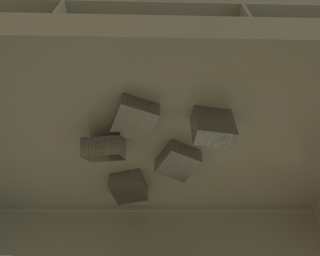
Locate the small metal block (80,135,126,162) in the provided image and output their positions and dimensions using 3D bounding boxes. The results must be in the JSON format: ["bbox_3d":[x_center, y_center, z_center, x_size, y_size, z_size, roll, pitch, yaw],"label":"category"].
[{"bbox_3d":[-0.075,0.029,0.417,0.050,0.025,0.050,-4,165,2],"label":"small metal block"}]

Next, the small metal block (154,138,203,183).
[{"bbox_3d":[0.026,0.048,0.451,0.050,0.025,0.050,22,127,-19],"label":"small metal block"}]

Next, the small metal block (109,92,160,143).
[{"bbox_3d":[-0.033,-0.012,0.398,0.050,0.025,0.050,16,128,-14],"label":"small metal block"}]

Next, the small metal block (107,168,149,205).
[{"bbox_3d":[-0.049,0.093,0.488,0.050,0.025,0.050,-11,130,8],"label":"small metal block"}]

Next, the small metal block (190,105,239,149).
[{"bbox_3d":[0.067,-0.002,0.392,0.050,0.050,0.025,7,130,-6],"label":"small metal block"}]
